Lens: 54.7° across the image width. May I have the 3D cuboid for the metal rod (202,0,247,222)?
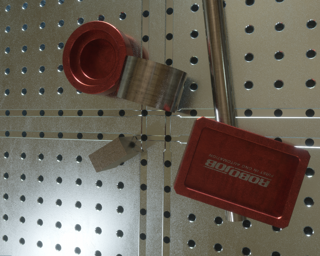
[{"bbox_3d":[0.078,-0.037,0.384,0.025,0.025,0.298,-7,88,19],"label":"metal rod"}]

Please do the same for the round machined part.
[{"bbox_3d":[-0.082,-0.094,0.431,0.098,0.042,0.097,0,90,19],"label":"round machined part"}]

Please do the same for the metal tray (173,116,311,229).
[{"bbox_3d":[0.090,0.049,0.352,0.131,0.030,0.090,18,89,2],"label":"metal tray"}]

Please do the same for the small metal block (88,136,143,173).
[{"bbox_3d":[-0.059,0.035,0.419,0.050,0.050,0.025,-31,80,17],"label":"small metal block"}]

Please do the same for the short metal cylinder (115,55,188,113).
[{"bbox_3d":[-0.011,-0.054,0.386,0.080,0.080,0.050,18,96,18],"label":"short metal cylinder"}]
